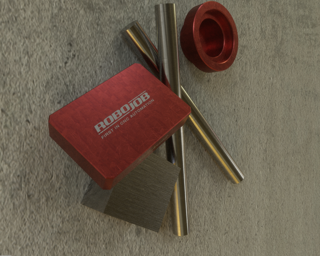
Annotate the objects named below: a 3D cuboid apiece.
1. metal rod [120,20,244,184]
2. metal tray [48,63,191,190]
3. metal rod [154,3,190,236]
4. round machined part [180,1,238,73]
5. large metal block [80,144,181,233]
[{"bbox_3d":[0.045,-0.020,0.444,0.300,0.025,0.025,51,60,-28],"label":"metal rod"},{"bbox_3d":[-0.040,-0.008,0.337,0.090,0.030,0.131,42,56,12],"label":"metal tray"},{"bbox_3d":[0.018,-0.001,0.399,0.025,0.025,0.298,-16,107,-39],"label":"metal rod"},{"bbox_3d":[0.068,-0.130,0.453,0.099,0.042,0.097,0,90,-40],"label":"round machined part"},{"bbox_3d":[-0.032,0.067,0.364,0.080,0.050,0.080,33,69,-35],"label":"large metal block"}]
